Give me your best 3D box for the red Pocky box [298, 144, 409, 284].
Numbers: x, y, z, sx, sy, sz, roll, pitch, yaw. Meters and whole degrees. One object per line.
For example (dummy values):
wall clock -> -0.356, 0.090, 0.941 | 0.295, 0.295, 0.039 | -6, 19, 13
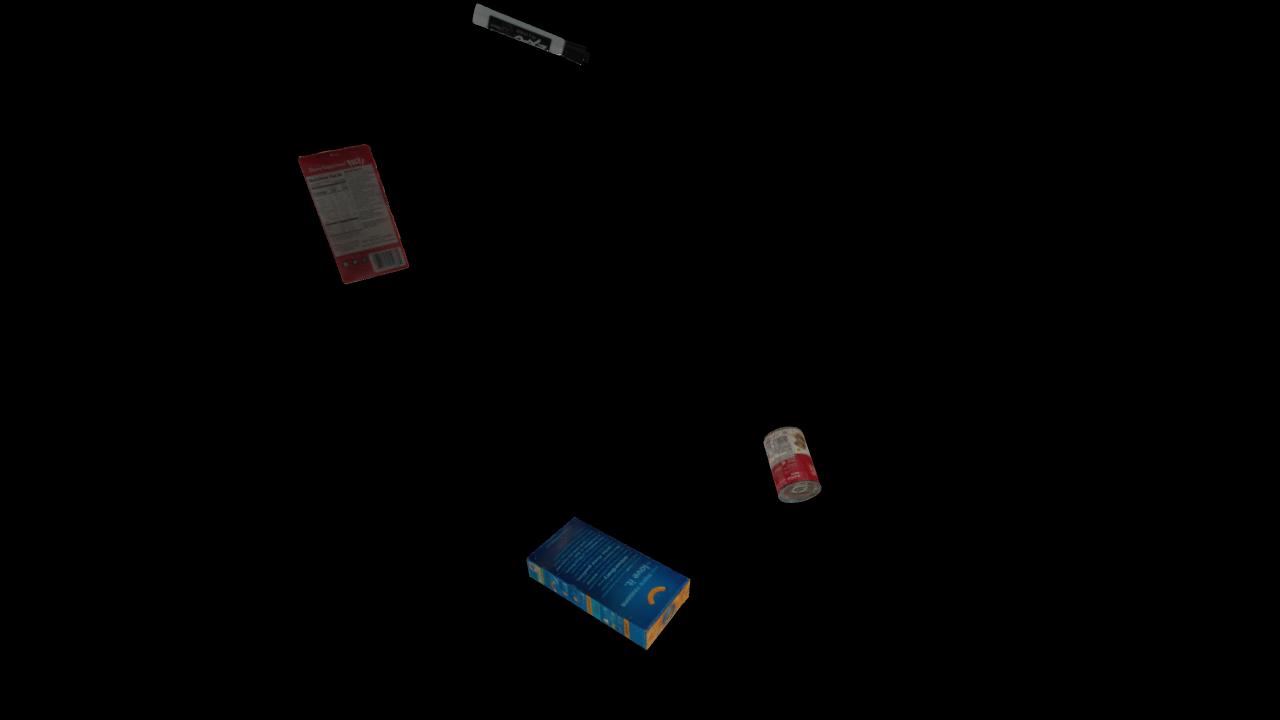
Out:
red Pocky box -> -0.350, -0.179, 0.760 | 0.083, 0.155, 0.028 | -18, 19, -16

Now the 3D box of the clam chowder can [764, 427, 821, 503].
clam chowder can -> 0.239, 0.165, 0.976 | 0.068, 0.102, 0.068 | -5, -40, -4

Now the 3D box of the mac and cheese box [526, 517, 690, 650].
mac and cheese box -> -0.041, 0.267, 0.756 | 0.184, 0.041, 0.093 | 19, 34, 32

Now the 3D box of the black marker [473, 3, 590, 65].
black marker -> -0.110, -0.333, 0.633 | 0.121, 0.020, 0.020 | 15, -4, -15
